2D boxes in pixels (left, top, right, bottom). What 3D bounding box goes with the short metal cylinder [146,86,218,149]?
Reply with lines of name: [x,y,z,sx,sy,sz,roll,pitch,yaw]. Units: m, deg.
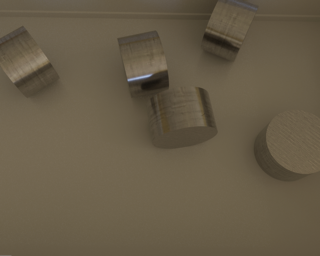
short metal cylinder: [0.026,-0.010,0.385,0.081,0.080,0.050,-9,71,-4]

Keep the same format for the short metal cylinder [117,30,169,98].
short metal cylinder: [-0.023,-0.084,0.411,0.050,0.080,0.080,-13,71,-5]

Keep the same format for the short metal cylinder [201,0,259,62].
short metal cylinder: [0.097,-0.139,0.432,0.050,0.080,0.080,24,72,8]

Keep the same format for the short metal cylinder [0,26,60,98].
short metal cylinder: [-0.178,-0.086,0.410,0.050,0.080,0.080,-36,74,-12]

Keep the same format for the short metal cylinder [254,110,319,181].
short metal cylinder: [0.166,0.023,0.390,0.081,0.050,0.080,0,70,0]
